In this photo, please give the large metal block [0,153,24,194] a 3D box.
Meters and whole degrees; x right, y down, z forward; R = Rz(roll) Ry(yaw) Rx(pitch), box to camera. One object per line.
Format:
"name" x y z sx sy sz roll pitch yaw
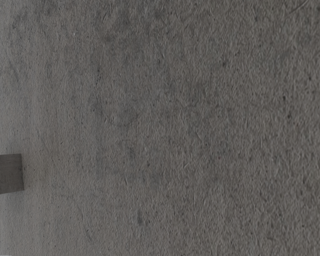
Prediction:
"large metal block" -0.342 0.101 0.672 0.080 0.050 0.080 -13 82 39
